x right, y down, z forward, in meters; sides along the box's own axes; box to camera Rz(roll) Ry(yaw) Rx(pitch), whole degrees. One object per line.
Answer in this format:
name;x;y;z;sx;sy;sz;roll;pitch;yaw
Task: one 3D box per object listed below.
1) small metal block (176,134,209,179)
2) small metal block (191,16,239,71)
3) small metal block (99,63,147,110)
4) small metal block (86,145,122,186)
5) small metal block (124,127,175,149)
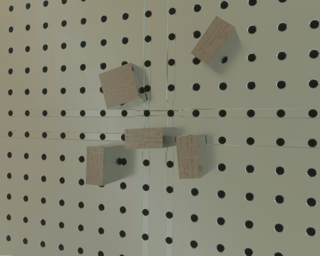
small metal block;0.041;0.034;0.385;0.025;0.050;0.050;-6;88;20
small metal block;0.068;-0.100;0.376;0.025;0.050;0.050;38;102;16
small metal block;-0.052;-0.057;0.431;0.050;0.025;0.050;-16;85;19
small metal block;-0.077;0.049;0.427;0.025;0.050;0.050;2;91;20
small metal block;-0.012;0.013;0.404;0.050;0.050;0.025;-3;89;20
